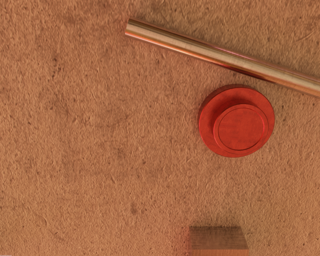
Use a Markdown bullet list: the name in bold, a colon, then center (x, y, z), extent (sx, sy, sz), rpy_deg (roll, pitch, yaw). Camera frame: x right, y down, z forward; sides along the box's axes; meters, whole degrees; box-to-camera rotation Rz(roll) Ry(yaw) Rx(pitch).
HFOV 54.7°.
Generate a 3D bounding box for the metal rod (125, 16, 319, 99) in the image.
- **metal rod**: center (0.106, -0.078, 0.382), extent (0.302, 0.025, 0.025), rpy_deg (16, 109, -7)

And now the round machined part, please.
- **round machined part**: center (0.100, -0.005, 0.400), extent (0.099, 0.042, 0.097), rpy_deg (0, 110, -1)

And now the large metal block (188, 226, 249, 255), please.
- **large metal block**: center (0.085, 0.199, 0.471), extent (0.081, 0.050, 0.079), rpy_deg (0, 110, -1)
